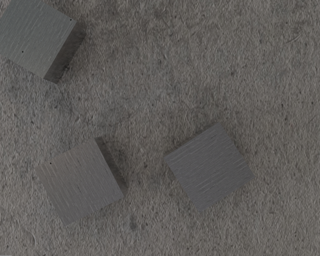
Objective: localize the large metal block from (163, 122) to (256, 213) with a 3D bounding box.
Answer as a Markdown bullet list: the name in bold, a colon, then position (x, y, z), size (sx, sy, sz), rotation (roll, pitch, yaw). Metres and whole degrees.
- **large metal block**: position (0.060, 0.047, 0.398), size (0.080, 0.050, 0.080), rotation (-33, 90, 0)

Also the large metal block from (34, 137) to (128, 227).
- **large metal block**: position (-0.097, 0.065, 0.397), size (0.080, 0.050, 0.080), rotation (-27, 90, 0)

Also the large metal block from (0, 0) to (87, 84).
- **large metal block**: position (-0.155, -0.114, 0.396), size (0.080, 0.050, 0.080), rotation (30, 90, 0)
